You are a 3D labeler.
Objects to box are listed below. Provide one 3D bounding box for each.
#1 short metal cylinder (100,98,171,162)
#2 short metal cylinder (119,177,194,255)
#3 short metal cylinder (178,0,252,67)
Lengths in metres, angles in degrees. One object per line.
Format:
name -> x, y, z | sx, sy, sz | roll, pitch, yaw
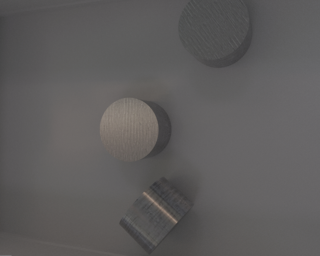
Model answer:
short metal cylinder -> -0.031, 0.002, 0.408 | 0.080, 0.050, 0.080 | 0, 90, 20
short metal cylinder -> -0.003, 0.107, 0.382 | 0.050, 0.080, 0.080 | 41, 103, 15
short metal cylinder -> 0.068, -0.117, 0.373 | 0.080, 0.050, 0.080 | 0, 90, 20
